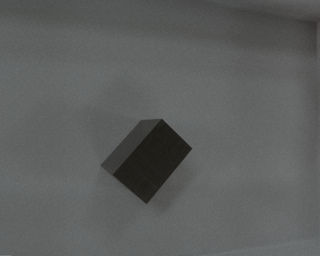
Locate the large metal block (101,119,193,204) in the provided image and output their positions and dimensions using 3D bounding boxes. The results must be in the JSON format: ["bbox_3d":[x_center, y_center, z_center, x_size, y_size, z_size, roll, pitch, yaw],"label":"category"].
[{"bbox_3d":[-0.020,0.036,0.374,0.050,0.080,0.080,45,76,-15],"label":"large metal block"}]
